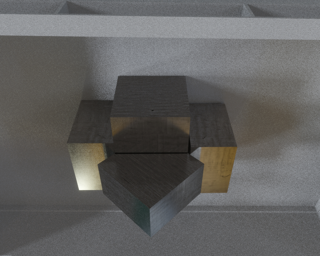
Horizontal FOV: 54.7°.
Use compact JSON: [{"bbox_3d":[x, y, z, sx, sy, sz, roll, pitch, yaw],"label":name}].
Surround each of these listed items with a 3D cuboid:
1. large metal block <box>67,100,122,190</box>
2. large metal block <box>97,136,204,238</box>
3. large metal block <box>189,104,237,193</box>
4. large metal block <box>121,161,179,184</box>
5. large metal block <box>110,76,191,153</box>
[{"bbox_3d":[-0.075,0.021,0.389,0.050,0.080,0.079,0,130,0],"label":"large metal block"},{"bbox_3d":[-0.009,0.057,0.346,0.081,0.080,0.050,-33,140,-33],"label":"large metal block"},{"bbox_3d":[0.058,0.025,0.390,0.050,0.080,0.079,0,130,-1],"label":"large metal block"},{"bbox_3d":[-0.009,0.059,0.421,0.081,0.080,0.050,0,130,0],"label":"large metal block"},{"bbox_3d":[-0.010,-0.018,0.356,0.081,0.080,0.050,0,130,0],"label":"large metal block"}]
